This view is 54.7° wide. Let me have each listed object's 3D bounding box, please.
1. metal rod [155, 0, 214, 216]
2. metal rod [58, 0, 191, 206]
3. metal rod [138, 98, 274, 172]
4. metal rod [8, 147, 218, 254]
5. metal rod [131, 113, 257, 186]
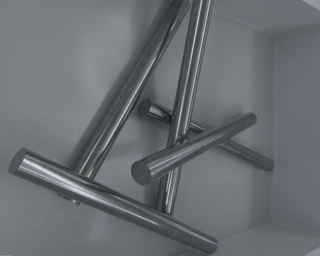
[{"bbox_3d":[0.030,-0.029,0.392,0.025,0.025,0.298,4,100,-40],"label":"metal rod"},{"bbox_3d":[-0.033,-0.049,0.378,0.025,0.025,0.300,41,65,-33],"label":"metal rod"},{"bbox_3d":[0.090,0.021,0.481,0.302,0.025,0.025,23,75,-38],"label":"metal rod"},{"bbox_3d":[-0.025,0.098,0.355,0.301,0.025,0.025,36,68,-37],"label":"metal rod"},{"bbox_3d":[0.069,0.014,0.419,0.302,0.025,0.025,-19,102,-52],"label":"metal rod"}]
